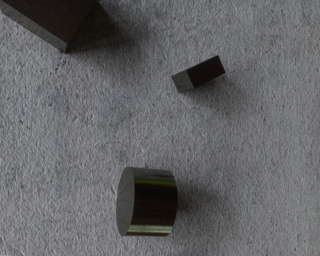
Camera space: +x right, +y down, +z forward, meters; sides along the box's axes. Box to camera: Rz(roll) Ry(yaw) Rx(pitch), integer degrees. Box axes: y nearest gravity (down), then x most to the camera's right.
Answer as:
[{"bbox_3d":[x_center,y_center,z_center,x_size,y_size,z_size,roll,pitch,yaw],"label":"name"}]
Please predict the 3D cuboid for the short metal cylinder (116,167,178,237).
[{"bbox_3d":[-0.018,0.089,0.373,0.050,0.080,0.080,8,87,-20],"label":"short metal cylinder"}]

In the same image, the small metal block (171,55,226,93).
[{"bbox_3d":[0.050,-0.071,0.414,0.050,0.050,0.025,-28,100,-18],"label":"small metal block"}]

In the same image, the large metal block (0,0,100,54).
[{"bbox_3d":[-0.121,-0.145,0.351,0.080,0.050,0.080,33,79,-17],"label":"large metal block"}]
